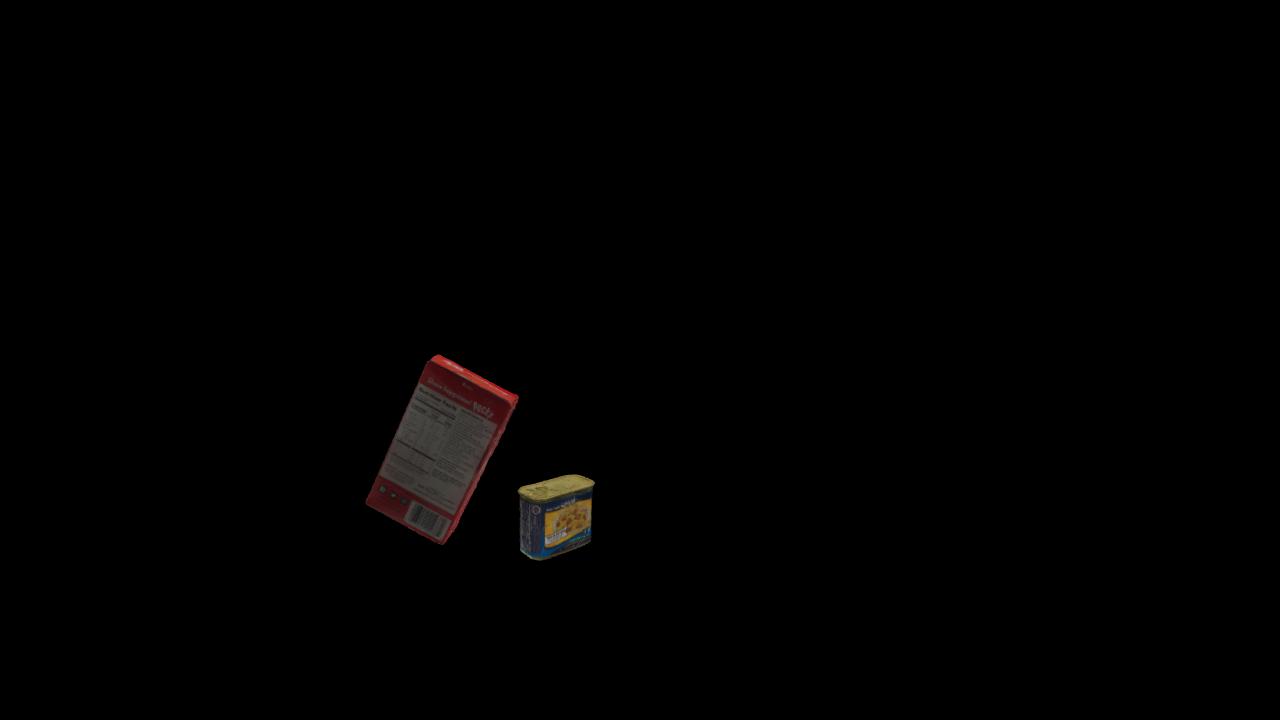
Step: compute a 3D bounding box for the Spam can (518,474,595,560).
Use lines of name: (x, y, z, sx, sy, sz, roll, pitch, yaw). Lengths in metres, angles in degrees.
Spam can: (-0.111, 0.208, 0.819, 0.101, 0.085, 0.058, -7, 12, -43)

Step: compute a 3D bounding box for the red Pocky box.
red Pocky box: (-0.175, 0.080, 0.543, 0.083, 0.155, 0.028, 29, 14, 1)
